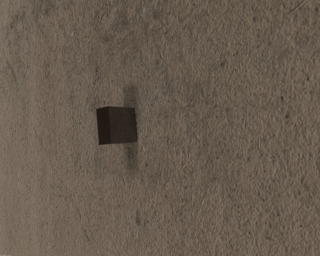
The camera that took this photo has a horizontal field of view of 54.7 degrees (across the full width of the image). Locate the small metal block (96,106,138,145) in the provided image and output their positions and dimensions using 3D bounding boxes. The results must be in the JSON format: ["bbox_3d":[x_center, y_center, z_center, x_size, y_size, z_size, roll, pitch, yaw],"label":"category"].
[{"bbox_3d":[-0.060,-0.003,0.436,0.025,0.050,0.050,-9,85,39],"label":"small metal block"}]
